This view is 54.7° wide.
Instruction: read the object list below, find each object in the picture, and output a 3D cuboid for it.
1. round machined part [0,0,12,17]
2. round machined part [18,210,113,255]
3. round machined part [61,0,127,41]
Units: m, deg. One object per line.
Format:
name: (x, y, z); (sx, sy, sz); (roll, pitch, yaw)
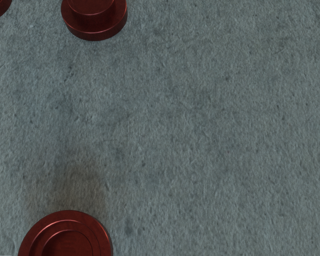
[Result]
round machined part: (-0.284, -0.211, 0.473); (0.099, 0.042, 0.098); (0, 70, -1)
round machined part: (-0.101, 0.144, 0.345); (0.099, 0.042, 0.098); (0, 70, -1)
round machined part: (-0.100, -0.184, 0.465); (0.099, 0.042, 0.098); (0, 70, -1)
